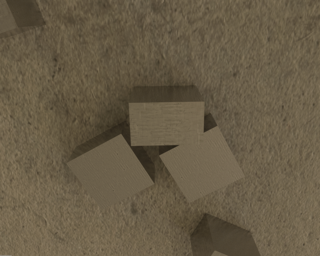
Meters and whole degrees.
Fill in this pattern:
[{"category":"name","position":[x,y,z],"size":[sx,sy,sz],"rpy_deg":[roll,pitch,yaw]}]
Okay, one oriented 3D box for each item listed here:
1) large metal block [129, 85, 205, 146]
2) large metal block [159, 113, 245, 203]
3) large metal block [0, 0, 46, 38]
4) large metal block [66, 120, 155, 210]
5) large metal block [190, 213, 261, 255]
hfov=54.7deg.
[{"category":"large metal block","position":[0.007,-0.018,0.374],"size":[0.081,0.080,0.050],"rpy_deg":[-1,110,0]},{"category":"large metal block","position":[0.053,0.039,0.412],"size":[0.080,0.050,0.080],"rpy_deg":[-28,108,9]},{"category":"large metal block","position":[-0.174,-0.140,0.326],"size":[0.050,0.080,0.080],"rpy_deg":[-17,110,6]},{"category":"large metal block","position":[-0.062,0.049,0.414],"size":[0.080,0.050,0.080],"rpy_deg":[-28,108,9]},{"category":"large metal block","position":[0.095,0.181,0.448],"size":[0.080,0.080,0.050],"rpy_deg":[25,108,-9]}]
